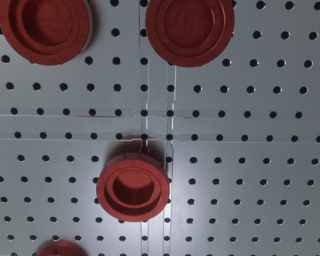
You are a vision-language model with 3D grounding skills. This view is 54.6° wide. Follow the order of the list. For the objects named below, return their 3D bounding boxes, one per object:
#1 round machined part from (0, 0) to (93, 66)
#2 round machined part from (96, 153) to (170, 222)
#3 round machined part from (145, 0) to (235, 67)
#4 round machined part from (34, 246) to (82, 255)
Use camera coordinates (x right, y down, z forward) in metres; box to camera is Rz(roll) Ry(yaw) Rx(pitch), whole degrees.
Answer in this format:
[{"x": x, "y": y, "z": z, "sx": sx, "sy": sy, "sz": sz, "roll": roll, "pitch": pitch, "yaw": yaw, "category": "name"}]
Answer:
[{"x": -0.127, "y": -0.124, "z": 0.358, "sx": 0.099, "sy": 0.042, "sz": 0.097, "roll": 0, "pitch": 110, "yaw": 0, "category": "round machined part"}, {"x": -0.036, "y": 0.079, "z": 0.433, "sx": 0.099, "sy": 0.042, "sz": 0.097, "roll": 0, "pitch": 110, "yaw": 0, "category": "round machined part"}, {"x": 0.033, "y": -0.122, "z": 0.359, "sx": 0.099, "sy": 0.042, "sz": 0.097, "roll": 0, "pitch": 110, "yaw": 0, "category": "round machined part"}, {"x": -0.165, "y": 0.241, "z": 0.492, "sx": 0.099, "sy": 0.042, "sz": 0.097, "roll": 0, "pitch": 110, "yaw": 0, "category": "round machined part"}]
